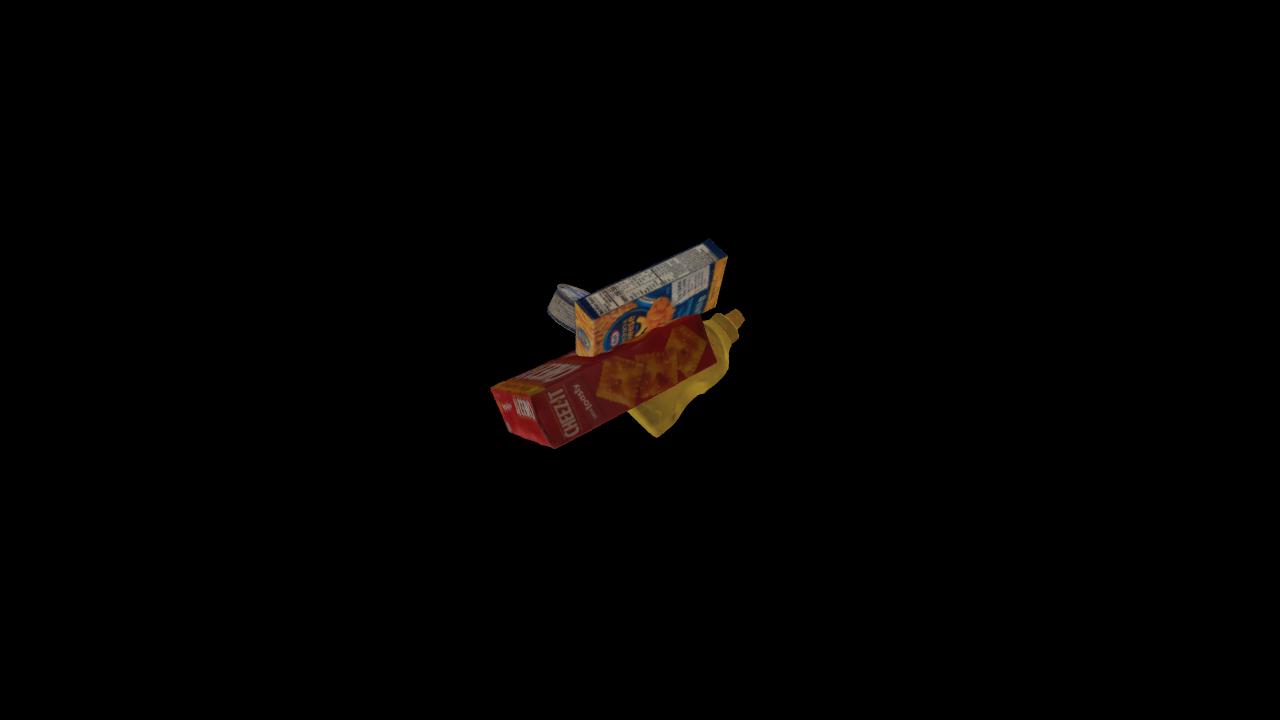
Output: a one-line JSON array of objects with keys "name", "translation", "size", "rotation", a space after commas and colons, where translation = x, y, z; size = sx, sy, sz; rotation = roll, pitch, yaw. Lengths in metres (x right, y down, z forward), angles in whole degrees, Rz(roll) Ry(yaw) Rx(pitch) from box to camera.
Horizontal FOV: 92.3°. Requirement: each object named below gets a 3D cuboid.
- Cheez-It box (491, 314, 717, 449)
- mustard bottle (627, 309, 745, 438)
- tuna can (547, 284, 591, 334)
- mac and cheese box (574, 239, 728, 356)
[{"name": "Cheez-It box", "translation": [-0.046, 0.019, 0.724], "size": [0.223, 0.071, 0.166], "rotation": [-26, 11, -25]}, {"name": "mustard bottle", "translation": [0.057, 0.003, 0.743], "size": [0.092, 0.184, 0.054], "rotation": [41, -12, 38]}, {"name": "tuna can", "translation": [-0.063, -0.054, 0.709], "size": [0.084, 0.034, 0.084], "rotation": [26, 15, -7]}, {"name": "mac and cheese box", "translation": [0.013, -0.064, 0.700], "size": [0.184, 0.041, 0.093], "rotation": [-28, -27, -23]}]
